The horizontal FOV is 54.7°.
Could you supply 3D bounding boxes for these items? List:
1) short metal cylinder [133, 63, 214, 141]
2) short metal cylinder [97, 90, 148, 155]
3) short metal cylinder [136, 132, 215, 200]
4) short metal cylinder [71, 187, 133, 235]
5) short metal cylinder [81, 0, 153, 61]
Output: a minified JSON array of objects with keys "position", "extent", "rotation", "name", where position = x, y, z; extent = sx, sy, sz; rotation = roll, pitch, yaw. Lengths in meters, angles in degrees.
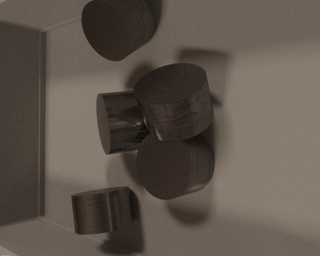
[{"position":[0.016,-0.030,0.347],"extent":[0.080,0.080,0.050],"rotation":[18,141,38],"name":"short metal cylinder"},{"position":[-0.050,-0.008,0.408],"extent":[0.080,0.050,0.080],"rotation":[172,90,-69],"name":"short metal cylinder"},{"position":[0.018,0.042,0.374],"extent":[0.080,0.050,0.079],"rotation":[0,90,39],"name":"short metal cylinder"},{"position":[-0.081,0.114,0.435],"extent":[0.080,0.081,0.050],"rotation":[-12,82,39],"name":"short metal cylinder"},{"position":[-0.056,-0.136,0.411],"extent":[0.080,0.050,0.079],"rotation":[23,137,23],"name":"short metal cylinder"}]
